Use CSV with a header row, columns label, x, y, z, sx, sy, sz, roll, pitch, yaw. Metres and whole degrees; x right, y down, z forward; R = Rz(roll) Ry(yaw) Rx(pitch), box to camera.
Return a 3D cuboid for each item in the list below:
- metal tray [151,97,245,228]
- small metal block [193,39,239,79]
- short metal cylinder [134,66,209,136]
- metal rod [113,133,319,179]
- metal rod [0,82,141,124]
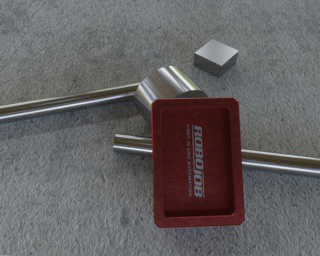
label,x,y,z,sx,sy,sz,roll,pitch,yaw
metal tray,0.038,0.035,0.327,0.091,0.030,0.129,-1,84,-2
small metal block,0.090,-0.113,0.499,0.050,0.025,0.050,33,57,24
short metal cylinder,0.014,-0.031,0.394,0.081,0.080,0.050,-24,54,-19
metal rod,0.094,0.036,0.373,0.302,0.025,0.025,7,50,5
metal rod,-0.133,-0.033,0.429,0.302,0.025,0.025,-11,51,-10
